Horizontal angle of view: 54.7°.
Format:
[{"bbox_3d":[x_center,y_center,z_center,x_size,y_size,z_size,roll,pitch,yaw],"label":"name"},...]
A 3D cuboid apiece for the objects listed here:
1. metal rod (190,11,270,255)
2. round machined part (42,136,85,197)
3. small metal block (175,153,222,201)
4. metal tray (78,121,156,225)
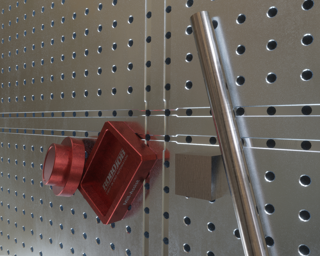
[{"bbox_3d":[0.077,0.012,0.344,0.025,0.025,0.298,-19,78,38],"label":"metal rod"},{"bbox_3d":[-0.162,0.061,0.507,0.098,0.042,0.098,-28,54,50],"label":"round machined part"},{"bbox_3d":[0.046,0.056,0.370,0.050,0.025,0.050,0,90,39],"label":"small metal block"},{"bbox_3d":[-0.069,0.066,0.460,0.090,0.030,0.129,43,115,31],"label":"metal tray"}]
